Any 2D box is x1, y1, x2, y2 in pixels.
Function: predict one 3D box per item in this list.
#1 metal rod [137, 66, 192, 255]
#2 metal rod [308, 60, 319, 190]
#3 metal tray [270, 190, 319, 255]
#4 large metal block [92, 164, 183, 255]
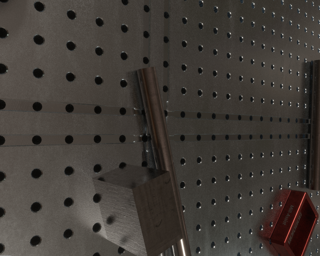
[{"bbox_3d":[0.010,0.068,0.419,0.025,0.025,0.298,-19,102,-39],"label":"metal rod"},{"bbox_3d":[0.362,-0.008,0.717,0.025,0.025,0.298,5,87,-40],"label":"metal rod"},{"bbox_3d":[0.285,0.208,0.649,0.130,0.030,0.090,-52,121,-27],"label":"metal tray"},{"bbox_3d":[-0.027,0.091,0.353,0.050,0.080,0.079,-20,103,-39],"label":"large metal block"}]
